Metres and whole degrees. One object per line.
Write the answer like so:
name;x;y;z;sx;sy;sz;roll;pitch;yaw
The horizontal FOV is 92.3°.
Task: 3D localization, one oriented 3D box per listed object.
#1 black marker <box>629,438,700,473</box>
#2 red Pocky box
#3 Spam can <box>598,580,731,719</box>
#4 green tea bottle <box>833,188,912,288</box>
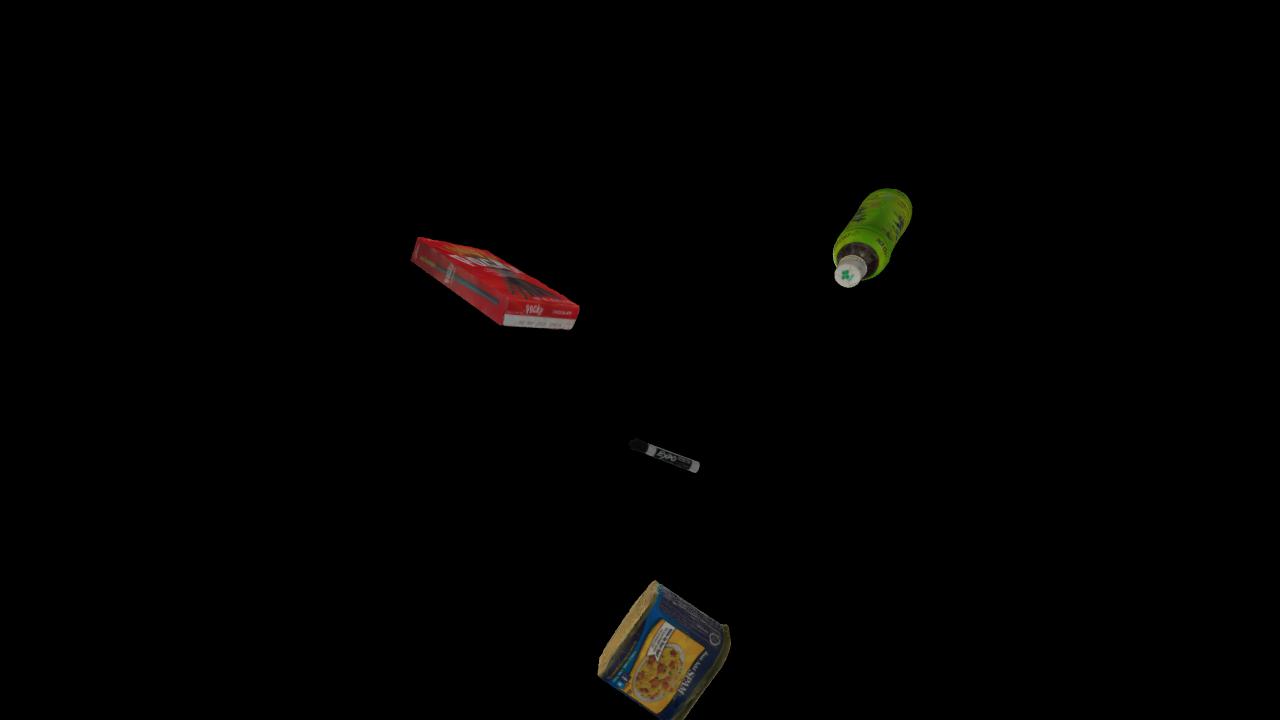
black marker;0.037;0.147;0.949;0.121;0.020;0.020;23;-8;-19
red Pocky box;-0.135;-0.071;0.563;0.155;0.028;0.083;32;20;35
Spam can;0.021;0.272;0.572;0.085;0.101;0.058;34;4;0
green tea bottle;0.291;-0.151;0.781;0.073;0.073;0.212;0;34;35
